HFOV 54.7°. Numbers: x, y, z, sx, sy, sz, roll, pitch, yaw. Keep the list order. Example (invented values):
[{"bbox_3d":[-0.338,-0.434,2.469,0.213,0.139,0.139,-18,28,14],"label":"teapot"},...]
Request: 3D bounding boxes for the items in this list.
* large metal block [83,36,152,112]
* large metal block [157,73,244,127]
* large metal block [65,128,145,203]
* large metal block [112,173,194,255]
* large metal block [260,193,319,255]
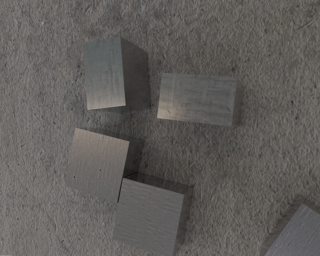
[{"bbox_3d":[-0.052,-0.063,0.398,0.050,0.080,0.080,-5,88,20],"label":"large metal block"},{"bbox_3d":[0.051,-0.031,0.362,0.080,0.080,0.050,7,93,20],"label":"large metal block"},{"bbox_3d":[-0.074,0.047,0.422,0.080,0.050,0.080,13,94,19],"label":"large metal block"},{"bbox_3d":[-0.008,0.109,0.398,0.080,0.050,0.080,12,94,19],"label":"large metal block"},{"bbox_3d":[0.167,0.132,0.337,0.080,0.050,0.080,34,101,17],"label":"large metal block"}]
